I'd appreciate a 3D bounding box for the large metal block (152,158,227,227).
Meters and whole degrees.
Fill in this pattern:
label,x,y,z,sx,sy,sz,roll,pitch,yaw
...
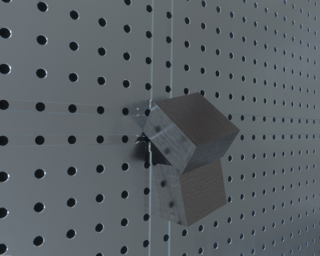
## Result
label,x,y,z,sx,sy,sz,roll,pitch,yaw
large metal block,0.042,0.077,0.427,0.081,0.050,0.080,-16,100,-39

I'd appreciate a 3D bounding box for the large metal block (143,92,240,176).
label,x,y,z,sx,sy,sz,roll,pitch,yaw
large metal block,0.039,0.004,0.396,0.081,0.080,0.050,-17,142,-39
